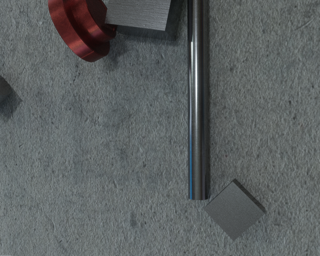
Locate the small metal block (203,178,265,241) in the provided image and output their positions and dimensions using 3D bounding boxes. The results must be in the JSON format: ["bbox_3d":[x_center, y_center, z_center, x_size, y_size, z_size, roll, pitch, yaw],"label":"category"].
[{"bbox_3d":[0.091,0.098,0.377,0.050,0.025,0.050,46,104,14],"label":"small metal block"}]

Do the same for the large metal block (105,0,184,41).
[{"bbox_3d":[-0.017,-0.163,0.399,0.080,0.050,0.079,13,94,16],"label":"large metal block"}]

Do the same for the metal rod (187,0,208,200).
[{"bbox_3d":[0.048,-0.061,0.391,0.025,0.025,0.298,0,90,19],"label":"metal rod"}]

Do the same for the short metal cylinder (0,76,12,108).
[{"bbox_3d":[-0.281,-0.058,0.477,0.080,0.080,0.050,44,104,14],"label":"short metal cylinder"}]

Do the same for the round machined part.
[{"bbox_3d":[-0.093,-0.139,0.402,0.042,0.098,0.098,-23,83,19],"label":"round machined part"}]
